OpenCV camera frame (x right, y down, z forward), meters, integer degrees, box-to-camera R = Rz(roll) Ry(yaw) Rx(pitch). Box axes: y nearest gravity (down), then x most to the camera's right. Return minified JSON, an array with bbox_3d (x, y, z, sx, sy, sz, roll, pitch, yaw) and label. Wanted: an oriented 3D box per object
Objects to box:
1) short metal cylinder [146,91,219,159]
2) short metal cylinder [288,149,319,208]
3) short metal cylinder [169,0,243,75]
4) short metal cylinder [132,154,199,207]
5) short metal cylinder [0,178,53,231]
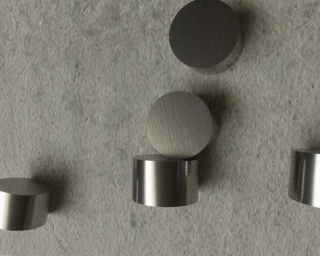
[{"bbox_3d":[0.030,-0.003,0.385,0.080,0.050,0.079,0,90,19],"label":"short metal cylinder"},{"bbox_3d":[0.176,0.050,0.318,0.080,0.080,0.050,4,92,19],"label":"short metal cylinder"},{"bbox_3d":[0.057,-0.108,0.375,0.080,0.050,0.079,0,90,19],"label":"short metal cylinder"},{"bbox_3d":[0.007,0.061,0.377,0.080,0.080,0.050,1,91,19],"label":"short metal cylinder"},{"bbox_3d":[-0.202,0.108,0.449,0.080,0.080,0.050,12,94,19],"label":"short metal cylinder"}]
